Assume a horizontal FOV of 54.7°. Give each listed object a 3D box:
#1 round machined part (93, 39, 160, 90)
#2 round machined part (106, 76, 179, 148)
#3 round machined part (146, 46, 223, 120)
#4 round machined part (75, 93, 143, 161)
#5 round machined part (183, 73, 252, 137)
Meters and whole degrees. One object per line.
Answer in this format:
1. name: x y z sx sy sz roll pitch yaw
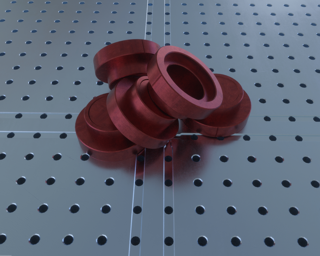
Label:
1. round machined part: -0.041 -0.080 0.433 0.099 0.098 0.042 -10 77 -8
2. round machined part: -0.013 -0.026 0.388 0.098 0.042 0.098 28 39 -25
3. round machined part: 0.025 -0.050 0.376 0.099 0.042 0.098 24 43 -24
4. round machined part: -0.061 -0.009 0.403 0.099 0.042 0.098 0 50 0
5. round machined part: 0.077 -0.038 0.429 0.099 0.042 0.098 0 50 0
